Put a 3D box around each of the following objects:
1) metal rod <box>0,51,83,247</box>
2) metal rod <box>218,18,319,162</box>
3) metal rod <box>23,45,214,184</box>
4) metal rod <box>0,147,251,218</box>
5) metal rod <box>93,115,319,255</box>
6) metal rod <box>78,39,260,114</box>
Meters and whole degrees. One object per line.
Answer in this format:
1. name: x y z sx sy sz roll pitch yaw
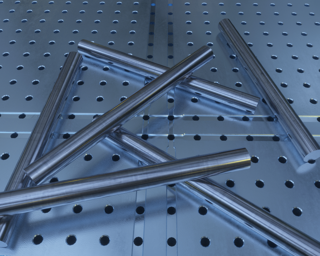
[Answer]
1. metal rod: -0.151 0.001 0.406 0.025 0.025 0.300 4 50 4
2. metal rod: 0.153 -0.077 0.473 0.025 0.025 0.300 -10 51 -9
3. metal rod: -0.033 -0.030 0.398 0.025 0.025 0.302 36 59 26
4. metal rod: -0.052 0.058 0.324 0.302 0.025 0.025 -10 51 -8
5. metal rod: 0.039 0.061 0.356 0.300 0.025 0.025 29 56 22
6. metal rod: 0.003 -0.084 0.478 0.301 0.025 0.025 22 53 17
